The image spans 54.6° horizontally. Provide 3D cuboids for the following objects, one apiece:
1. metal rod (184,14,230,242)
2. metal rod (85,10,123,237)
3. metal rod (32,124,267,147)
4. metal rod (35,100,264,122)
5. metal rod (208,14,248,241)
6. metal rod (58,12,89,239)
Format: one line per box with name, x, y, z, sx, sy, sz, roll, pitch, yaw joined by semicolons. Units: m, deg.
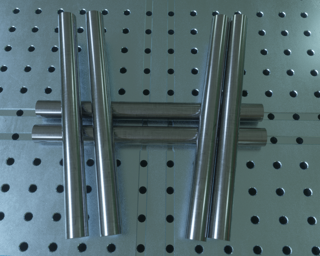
metal rod;0.063;-0.015;0.392;0.025;0.025;0.299;9;70;3
metal rod;-0.074;-0.021;0.393;0.025;0.025;0.299;-7;70;-3
metal rod;-0.013;0.010;0.409;0.302;0.025;0.025;1;70;0
metal rod;-0.014;-0.023;0.421;0.302;0.025;0.025;1;70;0
metal rod;0.089;-0.016;0.392;0.025;0.025;0.299;9;70;3
metal rod;-0.112;-0.018;0.392;0.025;0.025;0.299;-8;70;-3
